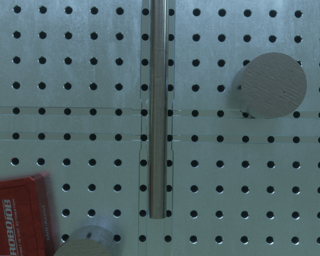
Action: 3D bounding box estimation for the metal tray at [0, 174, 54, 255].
[{"bbox_3d":[-0.196,0.132,0.409,0.091,0.030,0.129,-9,90,0],"label":"metal tray"}]

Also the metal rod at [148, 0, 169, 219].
[{"bbox_3d":[-0.002,-0.031,0.413,0.025,0.025,0.298,1,90,0],"label":"metal rod"}]

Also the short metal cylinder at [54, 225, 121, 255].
[{"bbox_3d":[-0.093,0.174,0.400,0.081,0.050,0.079,0,90,0],"label":"short metal cylinder"}]

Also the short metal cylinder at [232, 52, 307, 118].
[{"bbox_3d":[0.139,-0.053,0.402,0.081,0.050,0.079,0,90,0],"label":"short metal cylinder"}]
